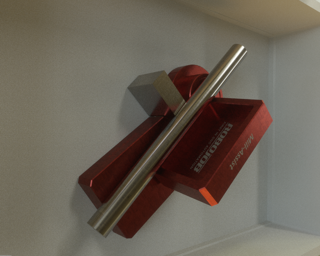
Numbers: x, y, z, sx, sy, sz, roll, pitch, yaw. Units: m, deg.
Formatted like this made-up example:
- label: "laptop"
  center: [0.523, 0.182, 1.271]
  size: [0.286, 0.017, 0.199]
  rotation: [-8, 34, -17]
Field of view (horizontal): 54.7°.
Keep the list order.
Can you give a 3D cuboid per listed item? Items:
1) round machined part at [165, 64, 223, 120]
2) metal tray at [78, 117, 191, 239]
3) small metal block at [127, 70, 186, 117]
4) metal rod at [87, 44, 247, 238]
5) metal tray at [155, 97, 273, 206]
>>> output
- label: "round machined part"
  center: [0.052, -0.041, 0.439]
  size: [0.099, 0.042, 0.097]
  rotation: [0, 90, -40]
- label: "metal tray"
  center: [-0.024, 0.057, 0.384]
  size: [0.131, 0.030, 0.090]
  rotation: [-42, 116, -32]
- label: "small metal block"
  center: [-0.005, -0.041, 0.386]
  size: [0.025, 0.050, 0.050]
  rotation: [-52, 121, -27]
- label: "metal rod"
  center: [0.023, -0.002, 0.375]
  size: [0.301, 0.025, 0.025]
  rotation: [-50, 120, -24]
- label: "metal tray"
  center: [0.060, 0.020, 0.366]
  size: [0.130, 0.090, 0.030]
  rotation: [-50, 123, -21]
